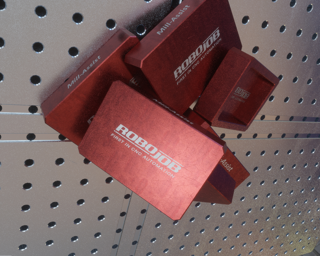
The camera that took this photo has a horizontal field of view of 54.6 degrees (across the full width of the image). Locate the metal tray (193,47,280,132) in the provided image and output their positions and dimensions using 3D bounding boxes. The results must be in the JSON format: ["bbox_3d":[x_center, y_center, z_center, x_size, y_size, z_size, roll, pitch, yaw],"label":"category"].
[{"bbox_3d":[0.104,-0.043,0.406,0.131,0.030,0.090,7,118,-56],"label":"metal tray"}]

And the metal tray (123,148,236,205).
[{"bbox_3d":[0.018,0.061,0.396,0.090,0.130,0.030,45,54,-39],"label":"metal tray"}]

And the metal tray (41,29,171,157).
[{"bbox_3d":[-0.056,-0.035,0.355,0.130,0.030,0.090,-43,130,2],"label":"metal tray"}]

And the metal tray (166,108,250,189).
[{"bbox_3d":[0.058,0.019,0.410,0.030,0.090,0.130,-44,129,2],"label":"metal tray"}]

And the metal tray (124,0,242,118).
[{"bbox_3d":[0.032,-0.084,0.349,0.130,0.030,0.090,-47,134,-14],"label":"metal tray"}]

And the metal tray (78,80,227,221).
[{"bbox_3d":[-0.010,0.021,0.320,0.090,0.130,0.030,-59,169,14],"label":"metal tray"}]
